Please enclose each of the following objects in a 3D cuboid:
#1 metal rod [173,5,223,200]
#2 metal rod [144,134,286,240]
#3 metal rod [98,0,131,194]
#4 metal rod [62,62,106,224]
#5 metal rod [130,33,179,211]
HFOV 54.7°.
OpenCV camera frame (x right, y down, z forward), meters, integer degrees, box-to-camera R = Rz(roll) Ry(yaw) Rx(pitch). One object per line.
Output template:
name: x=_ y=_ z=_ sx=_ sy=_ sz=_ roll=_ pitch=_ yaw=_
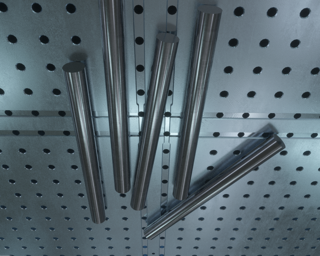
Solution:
metal rod: x=0.042 y=-0.006 z=0.407 sx=0.025 sy=0.025 sz=0.298 roll=2 pitch=130 yaw=-3
metal rod: x=0.072 y=0.107 z=0.504 sx=0.025 sy=0.025 sz=0.299 roll=31 pitch=123 yaw=-24
metal rod: x=-0.053 y=-0.019 z=0.394 sx=0.025 sy=0.025 sz=0.298 roll=1 pitch=130 yaw=-2
metal rod: x=-0.102 y=0.044 z=0.447 sx=0.025 sy=0.025 sz=0.298 roll=1 pitch=130 yaw=-2
metal rod: x=-0.014 y=0.016 z=0.425 sx=0.025 sy=0.025 sz=0.298 roll=6 pitch=130 yaw=-6
